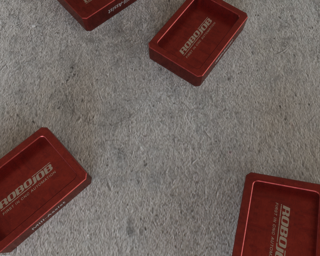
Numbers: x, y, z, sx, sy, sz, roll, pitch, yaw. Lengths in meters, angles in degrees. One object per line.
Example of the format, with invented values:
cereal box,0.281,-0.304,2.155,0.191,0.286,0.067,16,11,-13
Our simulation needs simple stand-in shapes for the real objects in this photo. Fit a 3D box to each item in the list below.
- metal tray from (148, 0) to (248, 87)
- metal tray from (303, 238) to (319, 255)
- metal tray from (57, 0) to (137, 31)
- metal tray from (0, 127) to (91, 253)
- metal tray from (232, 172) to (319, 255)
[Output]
metal tray,0.056,-0.135,0.454,0.090,0.030,0.130,34,73,11
metal tray,0.221,0.151,0.352,0.090,0.030,0.130,36,74,12
metal tray,-0.090,-0.221,0.485,0.130,0.030,0.090,-39,75,-13
metal tray,-0.162,0.073,0.377,0.130,0.030,0.090,-41,75,-14
metal tray,0.132,0.121,0.342,0.090,0.030,0.130,8,63,19
